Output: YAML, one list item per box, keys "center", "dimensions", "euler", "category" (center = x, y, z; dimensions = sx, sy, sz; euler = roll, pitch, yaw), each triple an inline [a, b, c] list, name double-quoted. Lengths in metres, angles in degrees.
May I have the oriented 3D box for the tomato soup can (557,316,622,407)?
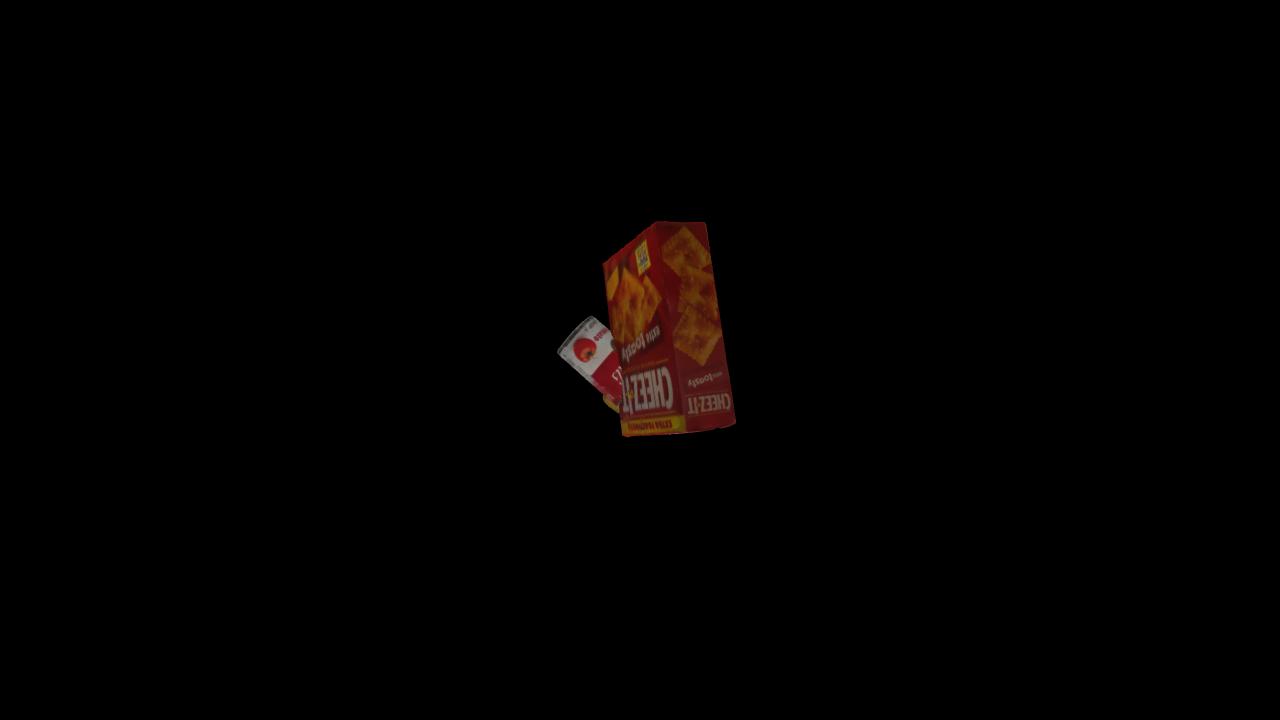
- center: [-0.045, 0.001, 0.769]
  dimensions: [0.101, 0.068, 0.068]
  euler: [41, 1, 1]
  category: "tomato soup can"

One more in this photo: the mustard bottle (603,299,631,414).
- center: [0.022, 0.047, 0.750]
  dimensions: [0.092, 0.054, 0.184]
  euler: [23, -11, -17]
  category: "mustard bottle"

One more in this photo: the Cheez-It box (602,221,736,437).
- center: [0.025, -0.027, 0.704]
  dimensions: [0.071, 0.223, 0.166]
  euler: [-5, -5, -24]
  category: "Cheez-It box"
